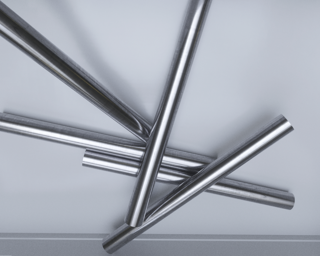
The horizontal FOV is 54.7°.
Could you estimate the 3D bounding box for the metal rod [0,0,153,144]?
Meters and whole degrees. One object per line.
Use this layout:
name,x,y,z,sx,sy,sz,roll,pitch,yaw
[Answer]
metal rod,-0.097,-0.060,0.321,0.025,0.025,0.301,-39,131,13

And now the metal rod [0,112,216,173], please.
metal rod,-0.066,0.024,0.419,0.302,0.025,0.025,12,110,-5

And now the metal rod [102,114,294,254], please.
metal rod,0.041,0.081,0.413,0.300,0.025,0.025,-38,106,13

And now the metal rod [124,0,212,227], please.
metal rod,0.007,-0.015,0.383,0.025,0.025,0.298,16,101,-6

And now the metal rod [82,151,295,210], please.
metal rod,0.043,0.074,0.438,0.302,0.025,0.025,13,110,-5
